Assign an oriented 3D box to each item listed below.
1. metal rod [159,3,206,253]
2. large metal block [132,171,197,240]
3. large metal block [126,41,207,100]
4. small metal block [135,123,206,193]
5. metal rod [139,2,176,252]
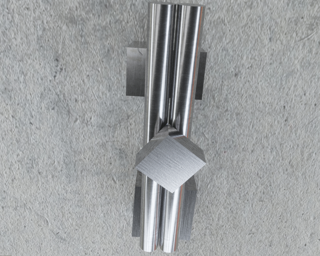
[{"bbox_3d":[0.020,0.023,0.342,0.025,0.025,0.298,3,117,-1],"label":"metal rod"},{"bbox_3d":[0.005,0.106,0.436,0.081,0.050,0.079,5,110,-2],"label":"large metal block"},{"bbox_3d":[0.006,-0.069,0.357,0.081,0.080,0.050,3,110,-1],"label":"large metal block"},{"bbox_3d":[0.010,0.032,0.319,0.050,0.025,0.050,38,111,-19],"label":"small metal block"},{"bbox_3d":[-0.006,0.022,0.341,0.025,0.025,0.298,3,117,-1],"label":"metal rod"}]
